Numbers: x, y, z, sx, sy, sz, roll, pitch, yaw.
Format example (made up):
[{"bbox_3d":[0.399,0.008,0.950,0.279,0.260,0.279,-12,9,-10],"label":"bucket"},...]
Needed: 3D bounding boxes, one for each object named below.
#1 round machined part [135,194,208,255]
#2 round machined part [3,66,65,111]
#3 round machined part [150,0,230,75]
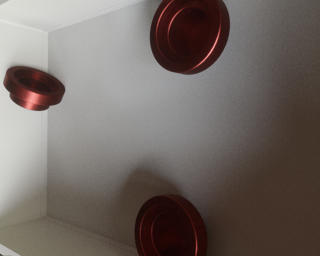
[{"bbox_3d":[0.018,0.130,0.377,0.098,0.042,0.097,-6,81,42],"label":"round machined part"},{"bbox_3d":[-0.222,-0.065,0.543,0.098,0.099,0.042,44,117,31],"label":"round machined part"},{"bbox_3d":[0.038,-0.111,0.364,0.098,0.042,0.097,0,90,40],"label":"round machined part"}]
